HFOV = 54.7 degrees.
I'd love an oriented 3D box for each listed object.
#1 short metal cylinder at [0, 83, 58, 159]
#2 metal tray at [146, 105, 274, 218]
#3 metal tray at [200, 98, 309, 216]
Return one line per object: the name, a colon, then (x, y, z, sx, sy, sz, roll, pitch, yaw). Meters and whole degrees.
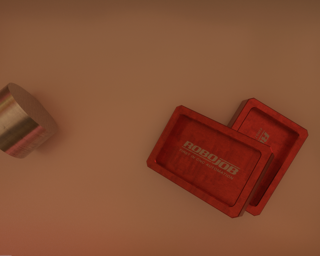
short metal cylinder: (-0.175, -0.009, 0.382, 0.050, 0.080, 0.080, -40, 91, 0)
metal tray: (0.059, 0.038, 0.380, 0.130, 0.030, 0.090, 28, 88, 27)
metal tray: (0.120, 0.037, 0.410, 0.090, 0.030, 0.130, 32, 90, -1)
